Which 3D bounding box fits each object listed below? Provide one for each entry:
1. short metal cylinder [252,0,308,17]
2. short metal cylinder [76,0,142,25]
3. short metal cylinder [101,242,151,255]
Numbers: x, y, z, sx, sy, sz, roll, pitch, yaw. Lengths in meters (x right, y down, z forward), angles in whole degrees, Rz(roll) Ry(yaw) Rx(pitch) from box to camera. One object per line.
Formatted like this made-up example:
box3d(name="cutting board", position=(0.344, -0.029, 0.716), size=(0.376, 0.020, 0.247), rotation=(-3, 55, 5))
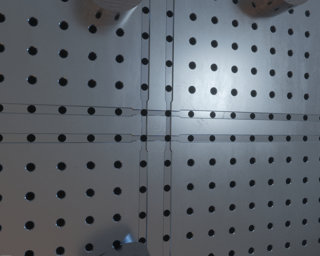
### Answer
box3d(name="short metal cylinder", position=(0.183, -0.216, 0.466), size=(0.081, 0.050, 0.079), rotation=(0, 90, -20))
box3d(name="short metal cylinder", position=(-0.061, -0.173, 0.376), size=(0.081, 0.050, 0.079), rotation=(0, 90, -20))
box3d(name="short metal cylinder", position=(-0.042, 0.182, 0.368), size=(0.081, 0.080, 0.050), rotation=(-25, 99, -18))
